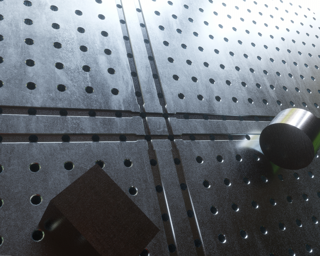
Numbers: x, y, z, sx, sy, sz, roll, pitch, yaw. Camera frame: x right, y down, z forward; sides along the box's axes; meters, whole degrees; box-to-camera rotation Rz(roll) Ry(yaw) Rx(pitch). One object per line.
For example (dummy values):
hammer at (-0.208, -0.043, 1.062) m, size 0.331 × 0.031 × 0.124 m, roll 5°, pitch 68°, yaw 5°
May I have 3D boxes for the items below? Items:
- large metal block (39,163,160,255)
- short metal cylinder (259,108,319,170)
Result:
large metal block at (-0.059, 0.091, 0.285) m, size 0.080 × 0.080 × 0.050 m, roll 46°, pitch 51°, yaw 4°
short metal cylinder at (0.200, 0.016, 0.470) m, size 0.080 × 0.080 × 0.050 m, roll 49°, pitch 51°, yaw 6°
